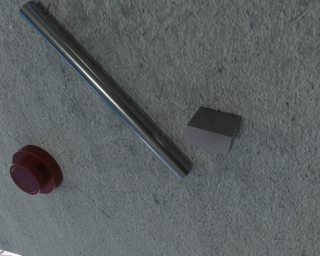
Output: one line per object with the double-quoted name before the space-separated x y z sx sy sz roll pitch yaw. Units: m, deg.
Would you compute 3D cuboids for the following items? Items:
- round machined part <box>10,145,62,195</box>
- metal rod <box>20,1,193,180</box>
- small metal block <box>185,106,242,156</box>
"round machined part" -0.233 0.083 0.567 0.098 0.042 0.097 13 124 20
"metal rod" -0.067 -0.046 0.411 0.300 0.025 0.025 47 129 -5
"small metal block" 0.062 0.002 0.358 0.050 0.050 0.025 16 125 19
